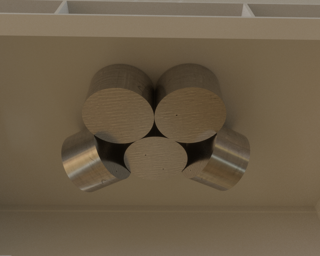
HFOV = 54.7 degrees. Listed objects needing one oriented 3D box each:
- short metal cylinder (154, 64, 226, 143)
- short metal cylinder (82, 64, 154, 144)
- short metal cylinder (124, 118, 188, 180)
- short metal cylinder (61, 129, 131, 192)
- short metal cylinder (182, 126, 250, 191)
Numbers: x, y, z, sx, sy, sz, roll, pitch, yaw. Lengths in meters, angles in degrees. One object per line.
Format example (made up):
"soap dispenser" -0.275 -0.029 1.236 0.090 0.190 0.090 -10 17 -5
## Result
"short metal cylinder" 0.034 -0.028 0.367 0.081 0.050 0.079 0 130 0
"short metal cylinder" -0.047 -0.028 0.367 0.081 0.050 0.079 0 130 0
"short metal cylinder" -0.005 0.024 0.411 0.081 0.050 0.079 0 130 0
"short metal cylinder" -0.080 0.037 0.402 0.050 0.080 0.080 -24 126 19
"short metal cylinder" 0.070 0.035 0.401 0.050 0.080 0.080 24 126 -19
